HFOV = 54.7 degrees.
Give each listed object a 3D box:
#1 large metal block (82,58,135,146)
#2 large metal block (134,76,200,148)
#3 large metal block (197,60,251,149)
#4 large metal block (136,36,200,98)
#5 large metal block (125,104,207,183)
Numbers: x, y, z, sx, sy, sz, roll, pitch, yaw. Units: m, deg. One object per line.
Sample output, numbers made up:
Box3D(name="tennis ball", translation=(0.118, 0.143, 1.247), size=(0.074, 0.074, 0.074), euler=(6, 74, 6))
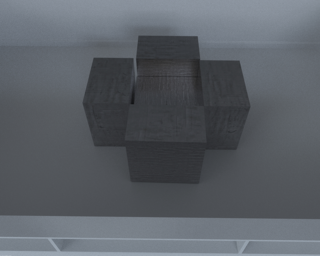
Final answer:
Box3D(name="large metal block", translation=(-0.059, -0.032, 0.395), size=(0.050, 0.080, 0.080), euler=(1, 50, 1))
Box3D(name="large metal block", translation=(0.009, -0.022, 0.404), size=(0.080, 0.050, 0.080), euler=(1, 50, 0))
Box3D(name="large metal block", translation=(0.074, -0.029, 0.393), size=(0.050, 0.080, 0.080), euler=(1, 50, 1))
Box3D(name="large metal block", translation=(0.011, -0.081, 0.435), size=(0.080, 0.080, 0.050), euler=(1, 50, 0))
Box3D(name="large metal block", translation=(0.006, 0.020, 0.351), size=(0.080, 0.080, 0.050), euler=(1, 50, 1))
